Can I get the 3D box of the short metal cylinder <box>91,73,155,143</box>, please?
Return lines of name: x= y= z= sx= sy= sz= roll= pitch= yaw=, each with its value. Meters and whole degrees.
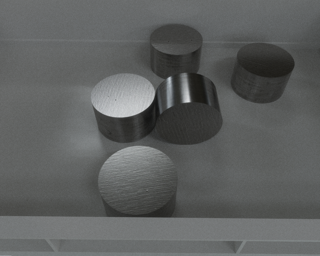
short metal cylinder: x=-0.046 y=-0.027 z=0.410 sx=0.081 sy=0.050 sz=0.080 roll=0 pitch=50 yaw=1

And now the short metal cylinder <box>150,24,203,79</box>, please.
short metal cylinder: x=0.025 y=-0.120 z=0.490 sx=0.081 sy=0.050 sz=0.080 roll=0 pitch=50 yaw=0

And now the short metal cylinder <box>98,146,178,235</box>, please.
short metal cylinder: x=-0.022 y=0.066 z=0.333 sx=0.081 sy=0.050 sz=0.080 roll=0 pitch=50 yaw=0

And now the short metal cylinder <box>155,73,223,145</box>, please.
short metal cylinder: x=0.034 y=-0.022 z=0.389 sx=0.081 sy=0.080 sz=0.050 roll=-1 pitch=50 yaw=-1

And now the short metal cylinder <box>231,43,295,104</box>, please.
short metal cylinder: x=0.150 y=-0.082 z=0.460 sx=0.081 sy=0.050 sz=0.080 roll=0 pitch=50 yaw=0
